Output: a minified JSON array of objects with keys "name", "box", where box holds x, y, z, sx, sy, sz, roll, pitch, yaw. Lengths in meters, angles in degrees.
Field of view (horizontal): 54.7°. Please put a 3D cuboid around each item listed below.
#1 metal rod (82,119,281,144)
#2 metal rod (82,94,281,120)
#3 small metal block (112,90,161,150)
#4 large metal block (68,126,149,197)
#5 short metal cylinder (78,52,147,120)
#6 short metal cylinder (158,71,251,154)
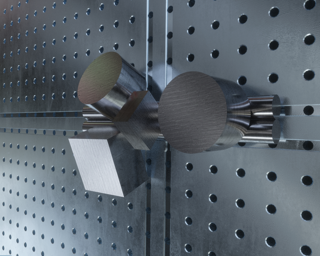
[{"name":"metal rod","box":[0.001,0.002,0.404,0.300,0.025,0.025,1,91,40]},{"name":"metal rod","box":[0.001,-0.023,0.404,0.300,0.025,0.025,1,91,40]},{"name":"small metal block","box":[-0.022,-0.009,0.370,0.025,0.050,0.050,1,49,40]},{"name":"large metal block","box":[-0.071,0.043,0.429,0.080,0.050,0.080,-1,110,40]},{"name":"short metal cylinder","box":[-0.066,-0.056,0.424,0.080,0.050,0.080,-19,55,30]},{"name":"short metal cylinder","box":[0.045,-0.015,0.319,0.080,0.050,0.079,0,90,40]}]
